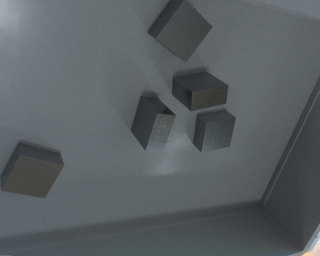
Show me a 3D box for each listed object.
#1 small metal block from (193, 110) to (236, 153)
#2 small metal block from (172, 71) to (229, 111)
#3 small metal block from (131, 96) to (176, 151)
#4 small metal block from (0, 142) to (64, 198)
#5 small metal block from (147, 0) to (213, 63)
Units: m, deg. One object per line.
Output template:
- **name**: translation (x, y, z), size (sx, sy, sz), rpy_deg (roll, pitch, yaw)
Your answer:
- **small metal block**: translation (0.079, 0.004, 0.454), size (0.050, 0.025, 0.050), rpy_deg (-10, 123, -23)
- **small metal block**: translation (0.049, -0.048, 0.390), size (0.050, 0.050, 0.025), rpy_deg (-13, 124, -21)
- **small metal block**: translation (-0.010, -0.006, 0.383), size (0.025, 0.050, 0.050), rpy_deg (4, 116, -30)
- **small metal block**: translation (-0.148, 0.050, 0.359), size (0.050, 0.025, 0.050), rpy_deg (23, 106, -37)
- **small metal block**: translation (0.023, -0.112, 0.352), size (0.050, 0.025, 0.050), rpy_deg (30, 102, -38)
